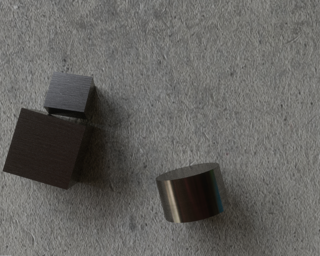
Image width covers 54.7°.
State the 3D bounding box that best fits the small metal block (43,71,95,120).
[{"bbox_3d":[-0.116,-0.042,0.401,0.050,0.025,0.050,8,69,-1],"label":"small metal block"}]

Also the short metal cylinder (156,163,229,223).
[{"bbox_3d":[0.039,0.078,0.383,0.080,0.080,0.050,-14,90,0],"label":"short metal cylinder"}]

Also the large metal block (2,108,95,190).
[{"bbox_3d":[-0.139,0.025,0.396,0.080,0.050,0.080,16,90,0],"label":"large metal block"}]
